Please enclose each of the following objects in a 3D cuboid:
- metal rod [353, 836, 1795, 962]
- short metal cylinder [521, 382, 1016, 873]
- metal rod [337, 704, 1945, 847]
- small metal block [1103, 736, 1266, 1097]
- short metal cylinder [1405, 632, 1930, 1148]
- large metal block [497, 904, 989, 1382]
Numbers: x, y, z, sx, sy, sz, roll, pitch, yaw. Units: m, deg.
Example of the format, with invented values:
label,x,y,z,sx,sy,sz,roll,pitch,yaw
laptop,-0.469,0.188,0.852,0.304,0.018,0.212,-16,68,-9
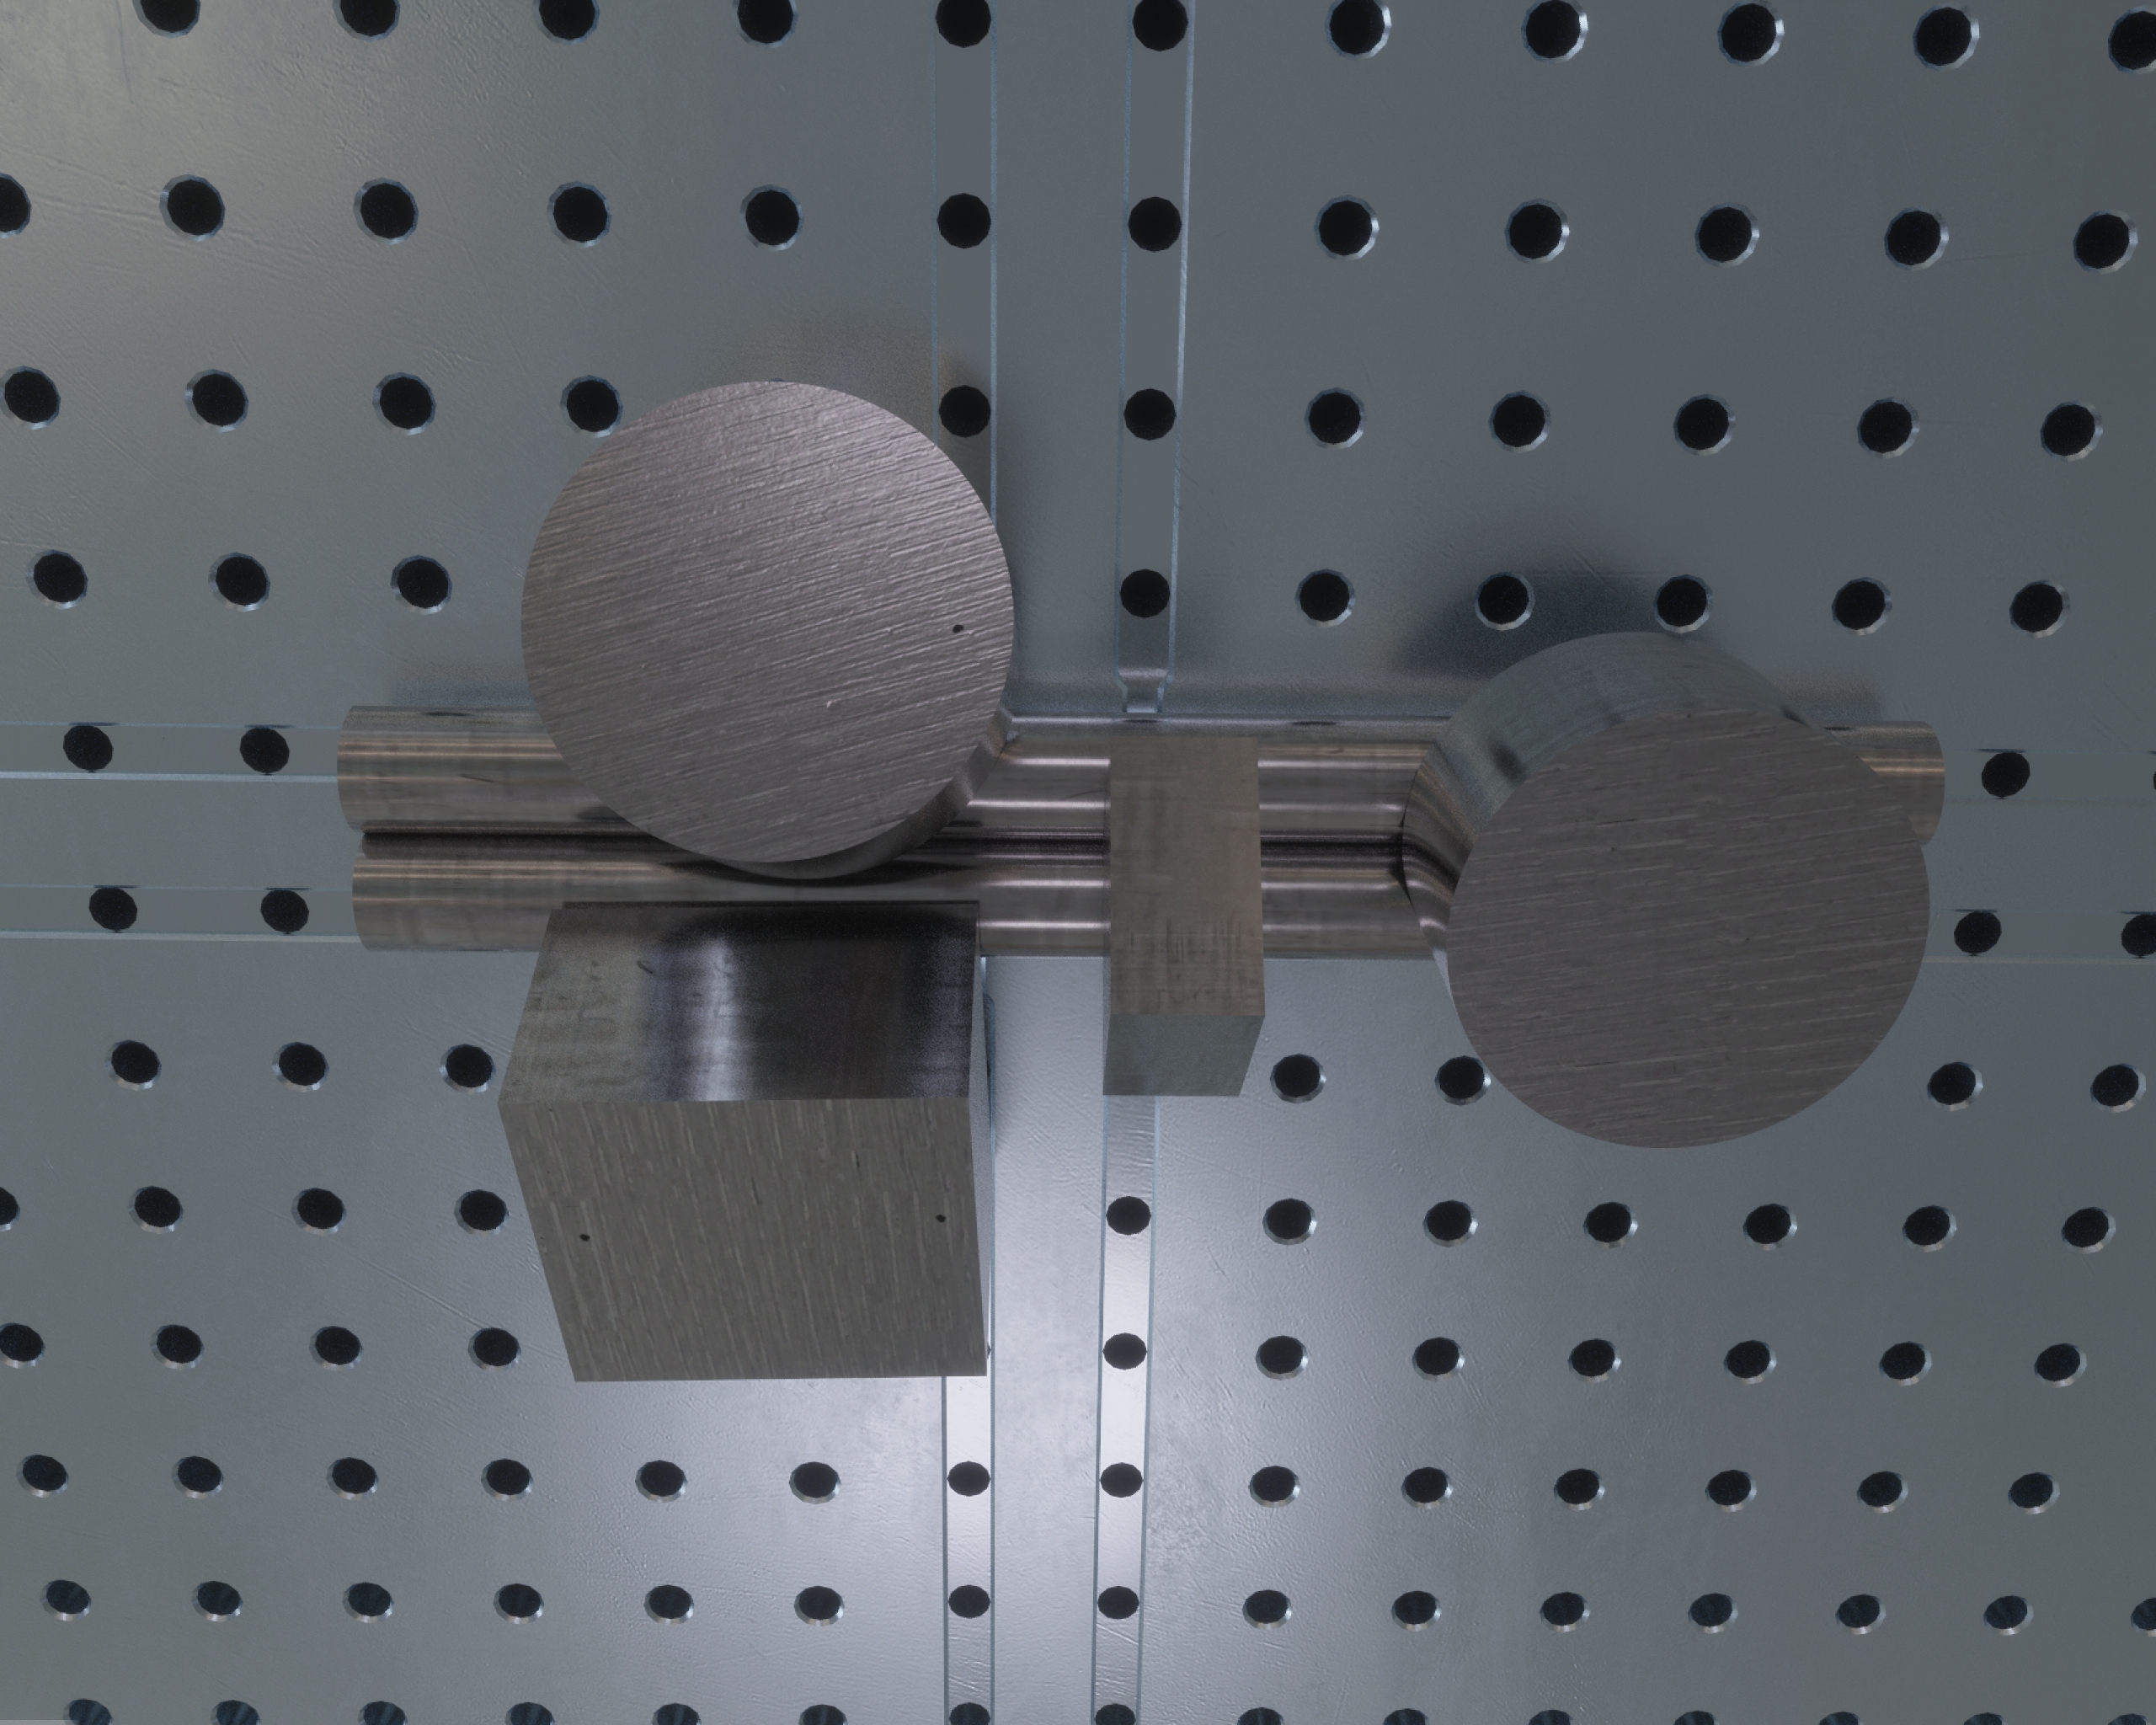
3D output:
label,x,y,z,sx,sy,sz,roll,pitch,yaw
metal rod,0.012,0.007,0.412,0.302,0.025,0.025,1,110,-1
short metal cylinder,-0.051,-0.038,0.366,0.081,0.050,0.080,0,86,-1
metal rod,0.013,-0.017,0.404,0.302,0.025,0.025,1,110,-1
small metal block,0.018,0.011,0.370,0.025,0.050,0.050,1,68,-1
short metal cylinder,0.102,0.004,0.372,0.081,0.050,0.079,0,110,0
large metal block,-0.059,0.055,0.401,0.081,0.050,0.079,-1,130,0
